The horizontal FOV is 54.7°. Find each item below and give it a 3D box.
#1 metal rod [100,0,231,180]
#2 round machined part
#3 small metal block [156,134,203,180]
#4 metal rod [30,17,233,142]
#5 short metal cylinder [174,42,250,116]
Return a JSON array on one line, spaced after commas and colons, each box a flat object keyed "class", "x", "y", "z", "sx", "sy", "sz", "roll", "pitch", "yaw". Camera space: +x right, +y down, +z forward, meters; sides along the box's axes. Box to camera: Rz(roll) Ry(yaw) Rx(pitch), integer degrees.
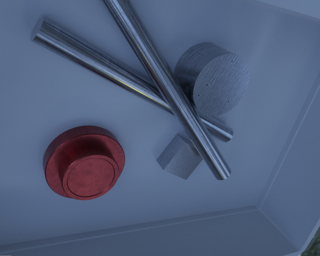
[{"class": "metal rod", "x": 0.016, "y": -0.041, "z": 0.364, "sx": 0.025, "sy": 0.025, "sz": 0.299, "roll": -37, "pitch": 121, "yaw": -4}, {"class": "round machined part", "x": -0.089, "y": 0.050, "z": 0.381, "sx": 0.099, "sy": 0.042, "sz": 0.097, "roll": -14, "pitch": 125, "yaw": -21}, {"class": "small metal block", "x": 0.032, "y": 0.043, "z": 0.455, "sx": 0.050, "sy": 0.025, "sz": 0.050, "roll": 30, "pitch": 102, "yaw": -38}, {"class": "metal rod", "x": -0.007, "y": -0.041, "z": 0.380, "sx": 0.301, "sy": 0.025, "sz": 0.025, "roll": 25, "pitch": 104, "yaw": -37}, {"class": "short metal cylinder", "x": 0.064, "y": -0.062, "z": 0.391, "sx": 0.081, "sy": 0.050, "sz": 0.079, "roll": -14, "pitch": 124, "yaw": -21}]
